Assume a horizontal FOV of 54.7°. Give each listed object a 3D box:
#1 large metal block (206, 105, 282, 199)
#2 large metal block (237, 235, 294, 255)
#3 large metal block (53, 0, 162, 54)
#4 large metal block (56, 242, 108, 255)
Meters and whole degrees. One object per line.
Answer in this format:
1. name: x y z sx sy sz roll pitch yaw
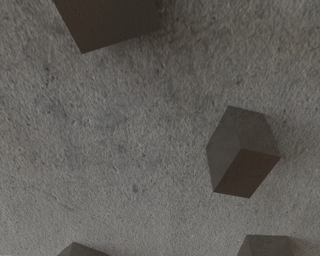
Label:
1. large metal block: 0.102 0.031 0.399 0.050 0.080 0.079 12 129 -11
2. large metal block: 0.207 0.256 0.612 0.081 0.050 0.079 3 130 -3
3. large metal block: -0.049 -0.125 0.284 0.080 0.050 0.080 -14 129 11
4. large metal block: -0.165 0.284 0.630 0.080 0.050 0.080 31 123 -24
